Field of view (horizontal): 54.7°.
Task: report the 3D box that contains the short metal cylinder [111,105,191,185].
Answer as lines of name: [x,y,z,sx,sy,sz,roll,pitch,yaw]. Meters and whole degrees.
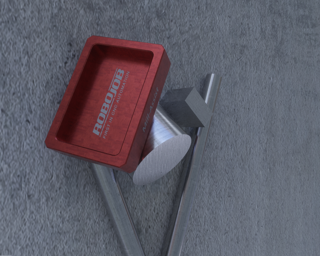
short metal cylinder: [-0.011,0.020,0.354,0.080,0.050,0.080,-32,152,-19]

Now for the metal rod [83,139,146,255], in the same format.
metal rod: [-0.034,0.148,0.378,0.025,0.025,0.298,-28,108,-37]

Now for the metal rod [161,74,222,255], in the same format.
metal rod: [0.045,0.063,0.444,0.025,0.025,0.299,25,74,-38]

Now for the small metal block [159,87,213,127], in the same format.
small metal block: [0.035,-0.027,0.420,0.050,0.050,0.025,49,61,-29]

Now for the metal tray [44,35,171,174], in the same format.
metal tray: [-0.051,-0.028,0.319,0.030,0.090,0.130,54,51,-67]
